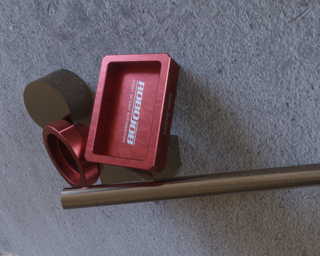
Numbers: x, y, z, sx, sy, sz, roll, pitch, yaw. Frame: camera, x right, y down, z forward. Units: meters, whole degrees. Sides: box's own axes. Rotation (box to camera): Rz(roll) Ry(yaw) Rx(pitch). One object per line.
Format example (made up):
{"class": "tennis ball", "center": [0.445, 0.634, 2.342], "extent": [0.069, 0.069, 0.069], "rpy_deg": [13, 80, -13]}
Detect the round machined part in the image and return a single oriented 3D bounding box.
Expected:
{"class": "round machined part", "center": [-0.112, 0.032, 0.417], "extent": [0.098, 0.042, 0.097], "rpy_deg": [30, 136, 34]}

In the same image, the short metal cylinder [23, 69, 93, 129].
{"class": "short metal cylinder", "center": [-0.144, -0.038, 0.442], "extent": [0.080, 0.050, 0.079], "rpy_deg": [13, 124, 20]}

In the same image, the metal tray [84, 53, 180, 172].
{"class": "metal tray", "center": [-0.032, -0.019, 0.359], "extent": [0.090, 0.030, 0.129], "rpy_deg": [5, 81, 25]}

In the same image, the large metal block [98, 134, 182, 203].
{"class": "large metal block", "center": [-0.025, 0.047, 0.413], "extent": [0.080, 0.080, 0.050], "rpy_deg": [5, 121, 25]}

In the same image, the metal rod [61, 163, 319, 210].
{"class": "metal rod", "center": [0.039, 0.066, 0.351], "extent": [0.302, 0.025, 0.025], "rpy_deg": [-6, 118, 3]}
